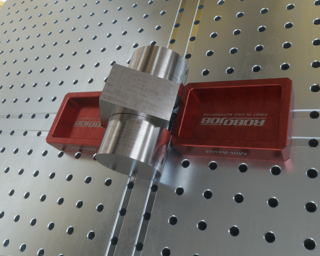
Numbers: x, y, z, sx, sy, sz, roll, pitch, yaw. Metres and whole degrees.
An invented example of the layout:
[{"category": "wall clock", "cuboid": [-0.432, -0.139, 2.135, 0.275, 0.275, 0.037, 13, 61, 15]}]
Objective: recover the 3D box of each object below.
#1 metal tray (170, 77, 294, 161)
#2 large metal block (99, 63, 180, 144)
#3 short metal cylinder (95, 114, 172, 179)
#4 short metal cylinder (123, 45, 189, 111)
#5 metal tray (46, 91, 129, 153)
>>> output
[{"category": "metal tray", "cuboid": [0.085, -0.012, 0.367, 0.130, 0.030, 0.090, 1, 62, 28]}, {"category": "large metal block", "cuboid": [-0.027, -0.027, 0.385, 0.080, 0.080, 0.050, 17, 66, -2]}, {"category": "short metal cylinder", "cuboid": [-0.031, 0.024, 0.374, 0.080, 0.080, 0.050, 2, 63, 29]}, {"category": "short metal cylinder", "cuboid": [-0.006, -0.064, 0.415, 0.080, 0.080, 0.050, 1, 63, 29]}, {"category": "metal tray", "cuboid": [-0.099, -0.010, 0.463, 0.130, 0.030, 0.090, 1, 62, 28]}]
